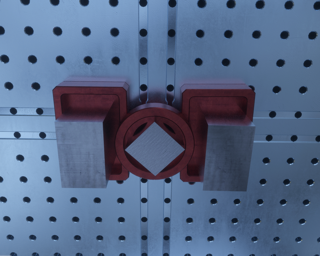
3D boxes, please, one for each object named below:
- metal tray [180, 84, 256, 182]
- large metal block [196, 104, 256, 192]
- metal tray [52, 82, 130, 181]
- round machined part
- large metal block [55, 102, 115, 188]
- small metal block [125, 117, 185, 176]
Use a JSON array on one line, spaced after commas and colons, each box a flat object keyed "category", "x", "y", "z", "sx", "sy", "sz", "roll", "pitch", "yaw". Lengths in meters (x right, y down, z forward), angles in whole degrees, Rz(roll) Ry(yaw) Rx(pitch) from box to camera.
[{"category": "metal tray", "x": 0.072, "y": 0.008, "z": 0.413, "sx": 0.091, "sy": 0.030, "sz": 0.129, "roll": 0, "pitch": 110, "yaw": 0}, {"category": "large metal block", "x": 0.075, "y": 0.021, "z": 0.378, "sx": 0.050, "sy": 0.080, "sz": 0.079, "roll": 1, "pitch": 110, "yaw": -1}, {"category": "metal tray", "x": -0.086, "y": 0.005, "z": 0.411, "sx": 0.091, "sy": 0.030, "sz": 0.129, "roll": 1, "pitch": 110, "yaw": -1}, {"category": "round machined part", "x": -0.007, "y": 0.014, "z": 0.400, "sx": 0.099, "sy": 0.042, "sz": 0.097, "roll": 0, "pitch": 110, "yaw": 0}, {"category": "large metal block", "x": -0.086, "y": 0.017, "z": 0.375, "sx": 0.050, "sy": 0.080, "sz": 0.079, "roll": 1, "pitch": 110, "yaw": 0}, {"category": "small metal block", "x": -0.006, "y": 0.021, "z": 0.378, "sx": 0.050, "sy": 0.025, "sz": 0.050, "roll": 43, "pitch": 104, "yaw": -14}]
